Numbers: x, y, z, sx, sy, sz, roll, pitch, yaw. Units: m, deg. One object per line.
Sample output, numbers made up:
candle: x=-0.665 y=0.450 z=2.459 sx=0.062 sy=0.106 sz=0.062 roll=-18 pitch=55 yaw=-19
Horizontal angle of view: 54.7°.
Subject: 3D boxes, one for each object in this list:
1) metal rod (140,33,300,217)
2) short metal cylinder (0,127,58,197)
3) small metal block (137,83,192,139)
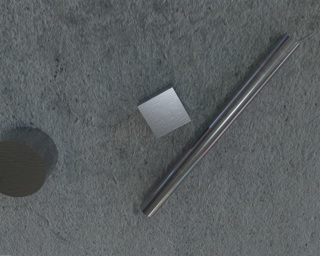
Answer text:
metal rod: x=0.069 y=0.007 z=0.412 sx=0.025 sy=0.025 sz=0.299 roll=35 pitch=106 yaw=-12
short metal cylinder: x=-0.183 y=0.044 z=0.411 sx=0.081 sy=0.050 sz=0.079 roll=0 pitch=110 yaw=0
small metal block: x=0.006 y=-0.022 z=0.402 sx=0.050 sy=0.025 sz=0.050 roll=-28 pitch=108 yaw=10
